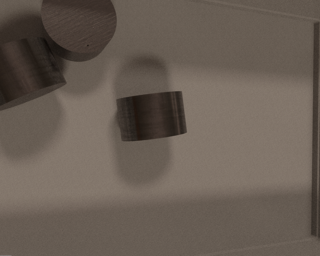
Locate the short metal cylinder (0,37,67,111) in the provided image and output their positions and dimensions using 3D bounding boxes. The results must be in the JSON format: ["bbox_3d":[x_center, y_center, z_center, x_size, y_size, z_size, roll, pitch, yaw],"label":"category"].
[{"bbox_3d":[-0.148,-0.056,0.327,0.081,0.080,0.050,-26,99,-18],"label":"short metal cylinder"}]

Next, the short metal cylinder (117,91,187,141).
[{"bbox_3d":[-0.010,-0.015,0.379,0.081,0.080,0.050,-8,93,-20],"label":"short metal cylinder"}]

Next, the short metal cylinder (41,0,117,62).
[{"bbox_3d":[-0.096,-0.122,0.362,0.081,0.050,0.079,0,90,-21],"label":"short metal cylinder"}]
